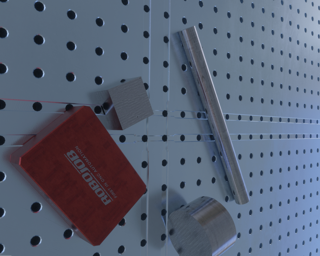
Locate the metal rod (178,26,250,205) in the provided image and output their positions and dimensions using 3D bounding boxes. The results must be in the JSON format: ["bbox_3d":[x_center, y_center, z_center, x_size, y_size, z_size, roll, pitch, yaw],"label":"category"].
[{"bbox_3d":[0.090,-0.009,0.487,0.025,0.025,0.298,-34,111,-35],"label":"metal rod"}]

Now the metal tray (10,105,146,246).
[{"bbox_3d":[-0.081,0.052,0.339,0.090,0.030,0.130,-47,118,-30],"label":"metal tray"}]

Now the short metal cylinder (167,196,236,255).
[{"bbox_3d":[0.056,0.141,0.423,0.050,0.080,0.079,-18,102,-39],"label":"short metal cylinder"}]

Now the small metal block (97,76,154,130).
[{"bbox_3d":[-0.041,-0.030,0.376,0.050,0.025,0.050,-30,109,-36],"label":"small metal block"}]
